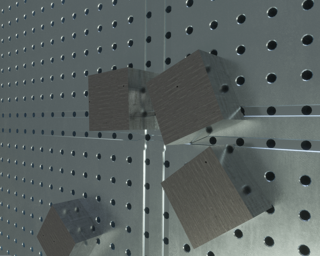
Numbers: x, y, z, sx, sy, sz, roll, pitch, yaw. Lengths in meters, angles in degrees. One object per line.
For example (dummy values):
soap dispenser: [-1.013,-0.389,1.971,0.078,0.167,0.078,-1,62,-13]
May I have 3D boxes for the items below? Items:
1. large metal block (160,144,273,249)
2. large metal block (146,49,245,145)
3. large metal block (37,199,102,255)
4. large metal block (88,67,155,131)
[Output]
large metal block: [0.060,0.074,0.342,0.080,0.050,0.080,-42,65,31]
large metal block: [0.039,-0.032,0.359,0.080,0.050,0.080,-27,73,36]
large metal block: [-0.153,0.180,0.516,0.080,0.050,0.080,45,117,30]
large metal block: [-0.055,-0.036,0.436,0.080,0.050,0.079,-2,89,39]
